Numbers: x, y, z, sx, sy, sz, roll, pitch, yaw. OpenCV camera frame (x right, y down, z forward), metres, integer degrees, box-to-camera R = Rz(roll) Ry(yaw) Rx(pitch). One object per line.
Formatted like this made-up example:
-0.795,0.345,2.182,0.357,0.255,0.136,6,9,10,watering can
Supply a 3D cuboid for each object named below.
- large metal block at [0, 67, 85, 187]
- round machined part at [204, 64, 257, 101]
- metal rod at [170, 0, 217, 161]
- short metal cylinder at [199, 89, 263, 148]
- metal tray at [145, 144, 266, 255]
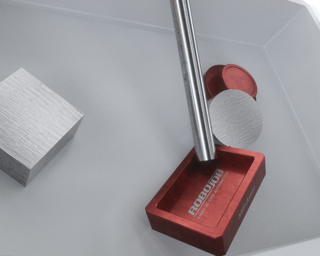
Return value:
-0.139,-0.001,0.316,0.080,0.050,0.080,37,51,-4,large metal block
0.116,-0.064,0.499,0.099,0.042,0.098,14,56,-21,round machined part
0.034,-0.108,0.392,0.025,0.025,0.298,-7,86,-32,metal rod
0.093,-0.009,0.431,0.081,0.050,0.080,3,79,-16,short metal cylinder
0.056,0.071,0.355,0.090,0.030,0.131,11,40,34,metal tray
